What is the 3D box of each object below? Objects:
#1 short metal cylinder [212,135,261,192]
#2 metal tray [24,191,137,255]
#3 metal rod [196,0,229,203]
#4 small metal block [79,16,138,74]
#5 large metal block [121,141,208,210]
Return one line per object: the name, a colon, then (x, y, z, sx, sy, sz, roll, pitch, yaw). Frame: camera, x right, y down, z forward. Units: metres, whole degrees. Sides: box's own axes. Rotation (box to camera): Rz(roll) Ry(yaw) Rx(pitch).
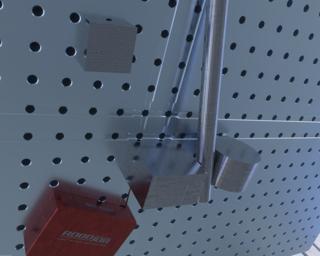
short metal cylinder: (0.104, 0.052, 0.467, 0.081, 0.080, 0.050, 4, 117, -31)
metal tray: (-0.109, 0.147, 0.440, 0.131, 0.030, 0.090, 27, 104, -38)
metal rod: (0.063, -0.039, 0.392, 0.025, 0.025, 0.298, -9, 113, -24)
small metal block: (-0.055, -0.087, 0.328, 0.050, 0.025, 0.050, -2, 120, -28)
large metal block: (0.003, 0.060, 0.416, 0.081, 0.080, 0.050, 2, 117, -30)
